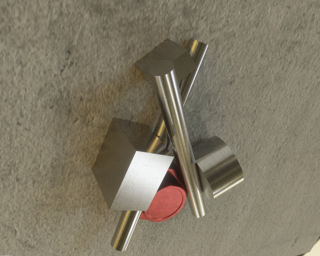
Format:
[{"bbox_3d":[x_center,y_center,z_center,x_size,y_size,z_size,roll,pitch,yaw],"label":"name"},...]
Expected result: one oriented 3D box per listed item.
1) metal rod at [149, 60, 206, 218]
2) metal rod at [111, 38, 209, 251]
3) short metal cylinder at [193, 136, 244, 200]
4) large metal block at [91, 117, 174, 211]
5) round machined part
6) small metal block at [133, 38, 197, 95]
[{"bbox_3d":[0.033,0.040,0.408,0.025,0.025,0.299,-29,137,-10],"label":"metal rod"},{"bbox_3d":[-0.005,0.032,0.407,0.025,0.025,0.298,12,106,-34],"label":"metal rod"},{"bbox_3d":[0.077,0.058,0.453,0.050,0.080,0.080,-29,129,-11],"label":"short metal cylinder"},{"bbox_3d":[-0.037,0.044,0.381,0.050,0.080,0.079,12,112,-34],"label":"large metal block"},{"bbox_3d":[0.000,0.101,0.462,0.099,0.042,0.097,-14,125,-21],"label":"round machined part"},{"bbox_3d":[0.005,-0.071,0.352,0.050,0.050,0.025,-38,130,-3],"label":"small metal block"}]
